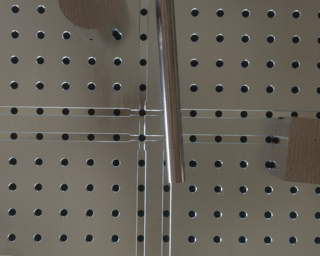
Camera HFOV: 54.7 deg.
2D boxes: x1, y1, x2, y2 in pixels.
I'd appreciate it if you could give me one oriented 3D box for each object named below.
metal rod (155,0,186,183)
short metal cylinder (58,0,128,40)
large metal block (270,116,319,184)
[{"bbox_3d":[0.012,-0.078,0.413,0.025,0.025,0.298,-4,90,-1],"label":"metal rod"},{"bbox_3d":[-0.083,-0.160,0.400,0.081,0.050,0.079,0,90,-1],"label":"short metal cylinder"},{"bbox_3d":[0.196,0.029,0.404,0.081,0.050,0.079,6,90,-1],"label":"large metal block"}]
